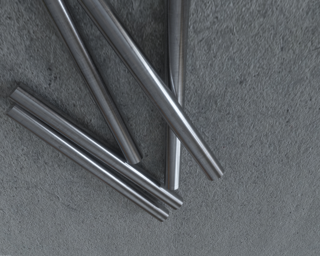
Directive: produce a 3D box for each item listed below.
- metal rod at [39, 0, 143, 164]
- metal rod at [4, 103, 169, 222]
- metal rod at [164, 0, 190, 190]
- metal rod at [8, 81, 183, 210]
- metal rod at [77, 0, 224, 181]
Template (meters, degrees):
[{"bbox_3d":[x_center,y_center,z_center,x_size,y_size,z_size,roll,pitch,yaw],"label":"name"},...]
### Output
[{"bbox_3d":[-0.079,-0.066,0.349,0.025,0.025,0.299,-13,129,11],"label":"metal rod"},{"bbox_3d":[-0.089,0.062,0.458,0.025,0.025,0.300,-32,124,24],"label":"metal rod"},{"bbox_3d":[0.018,-0.027,0.383,0.025,0.025,0.298,-1,130,0],"label":"metal rod"},{"bbox_3d":[-0.072,0.039,0.439,0.025,0.025,0.301,-34,123,25],"label":"metal rod"},{"bbox_3d":[-0.009,-0.049,0.338,0.025,0.025,0.300,-27,118,20],"label":"metal rod"}]
